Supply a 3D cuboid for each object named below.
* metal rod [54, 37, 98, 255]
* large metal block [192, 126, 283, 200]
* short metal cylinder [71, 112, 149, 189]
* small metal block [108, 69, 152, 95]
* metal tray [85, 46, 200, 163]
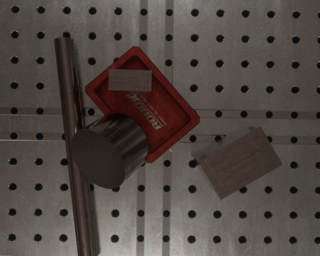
[{"bbox_3d":[-0.111,0.031,0.411,0.025,0.025,0.298,-6,90,0],"label":"metal rod"},{"bbox_3d":[0.090,0.039,0.387,0.080,0.080,0.050,-30,90,0],"label":"large metal block"},{"bbox_3d":[-0.061,0.027,0.380,0.080,0.050,0.079,16,123,25],"label":"short metal cylinder"},{"bbox_3d":[-0.035,-0.056,0.387,0.050,0.050,0.025,2,90,-1],"label":"small metal block"},{"bbox_3d":[-0.022,-0.030,0.410,0.090,0.030,0.130,-41,91,0],"label":"metal tray"}]
